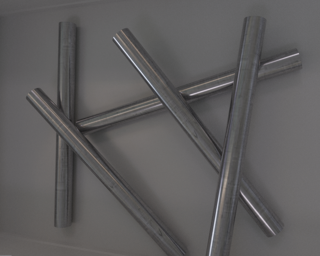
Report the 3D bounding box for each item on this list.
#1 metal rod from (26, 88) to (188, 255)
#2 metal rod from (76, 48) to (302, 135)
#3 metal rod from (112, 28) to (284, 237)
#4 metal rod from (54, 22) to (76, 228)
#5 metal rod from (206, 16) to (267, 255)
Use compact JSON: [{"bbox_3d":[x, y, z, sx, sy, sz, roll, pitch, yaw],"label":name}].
[{"bbox_3d":[-0.076,0.059,0.421,0.300,0.025,0.025,46,104,8],"label":"metal rod"},{"bbox_3d":[0.022,-0.040,0.402,0.300,0.025,0.025,-16,85,19],"label":"metal rod"},{"bbox_3d":[0.043,0.002,0.374,0.025,0.025,0.300,-39,86,16],"label":"metal rod"},{"bbox_3d":[-0.141,-0.005,0.460,0.025,0.025,0.298,2,91,20],"label":"metal rod"},{"bbox_3d":[0.083,0.025,0.344,0.025,0.025,0.298,9,88,20],"label":"metal rod"}]
